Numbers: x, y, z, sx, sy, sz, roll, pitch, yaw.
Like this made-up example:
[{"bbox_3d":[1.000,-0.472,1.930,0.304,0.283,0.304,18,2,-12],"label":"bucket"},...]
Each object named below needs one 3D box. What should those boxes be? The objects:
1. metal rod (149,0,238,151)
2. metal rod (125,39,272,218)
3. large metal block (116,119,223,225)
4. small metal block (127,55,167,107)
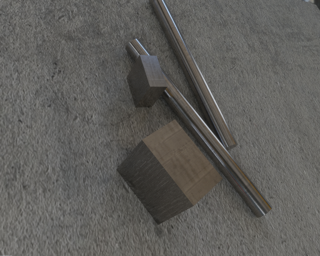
[{"bbox_3d":[0.045,-0.102,0.491,0.025,0.025,0.299,-10,67,-33],"label":"metal rod"},{"bbox_3d":[0.049,-0.006,0.435,0.025,0.025,0.299,-31,79,-38],"label":"metal rod"},{"bbox_3d":[0.007,0.051,0.343,0.050,0.080,0.080,-32,80,-38],"label":"large metal block"},{"bbox_3d":[-0.019,-0.062,0.417,0.025,0.050,0.050,-4,64,-30],"label":"small metal block"}]
